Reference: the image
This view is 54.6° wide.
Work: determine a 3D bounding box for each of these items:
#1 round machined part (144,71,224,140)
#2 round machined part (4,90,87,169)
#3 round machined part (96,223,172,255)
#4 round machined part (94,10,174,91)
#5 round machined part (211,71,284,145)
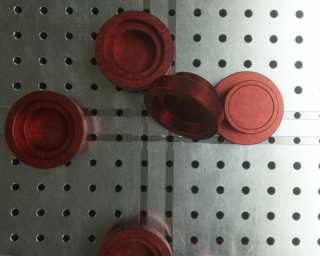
[{"bbox_3d":[0.033,-0.031,0.383,0.098,0.098,0.042,30,64,0],"label":"round machined part"},{"bbox_3d":[-0.143,0.002,0.404,0.099,0.042,0.097,0,90,0],"label":"round machined part"},{"bbox_3d":[-0.033,0.173,0.405,0.099,0.042,0.097,0,90,0],"label":"round machined part"},{"bbox_3d":[-0.032,-0.097,0.405,0.099,0.042,0.097,0,90,0],"label":"round machined part"},{"bbox_3d":[0.113,-0.026,0.406,0.099,0.042,0.097,0,90,0],"label":"round machined part"}]
